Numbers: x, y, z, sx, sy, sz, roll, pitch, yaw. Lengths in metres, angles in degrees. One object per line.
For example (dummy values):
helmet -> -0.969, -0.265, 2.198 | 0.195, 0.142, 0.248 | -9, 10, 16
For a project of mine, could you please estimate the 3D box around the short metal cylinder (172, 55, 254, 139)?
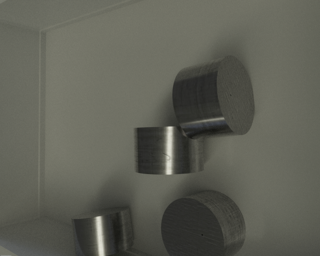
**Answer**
short metal cylinder -> 0.058, -0.030, 0.322 | 0.050, 0.081, 0.080 | -8, 85, 39

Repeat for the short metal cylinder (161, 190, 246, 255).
short metal cylinder -> 0.048, 0.114, 0.349 | 0.080, 0.050, 0.079 | 0, 90, 39

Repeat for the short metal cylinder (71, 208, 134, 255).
short metal cylinder -> -0.080, 0.144, 0.435 | 0.080, 0.081, 0.050 | -14, 81, 39

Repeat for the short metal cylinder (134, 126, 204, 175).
short metal cylinder -> 0.010, 0.024, 0.361 | 0.080, 0.081, 0.050 | -2, 89, 39
